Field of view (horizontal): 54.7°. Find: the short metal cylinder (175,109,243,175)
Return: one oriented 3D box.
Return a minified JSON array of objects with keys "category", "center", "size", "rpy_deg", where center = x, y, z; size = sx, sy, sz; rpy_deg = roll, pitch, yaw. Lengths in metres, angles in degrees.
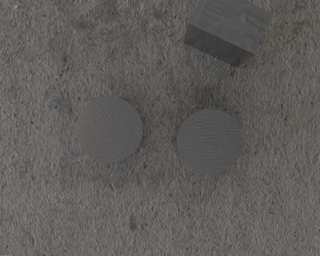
[{"category":"short metal cylinder","center":[0.060,0.016,0.398],"size":[0.081,0.050,0.080],"rpy_deg":[0,90,0]}]

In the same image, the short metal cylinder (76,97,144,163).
[{"category":"short metal cylinder","center":[-0.061,0.002,0.397],"size":[0.081,0.050,0.080],"rpy_deg":[0,90,0]}]

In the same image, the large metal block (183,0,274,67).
[{"category":"large metal block","center":[0.079,-0.122,0.383],"size":[0.080,0.080,0.050],"rpy_deg":[25,90,0]}]
